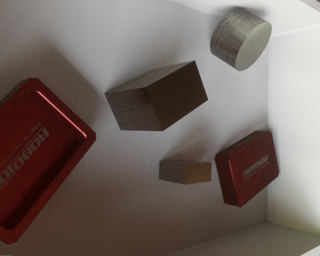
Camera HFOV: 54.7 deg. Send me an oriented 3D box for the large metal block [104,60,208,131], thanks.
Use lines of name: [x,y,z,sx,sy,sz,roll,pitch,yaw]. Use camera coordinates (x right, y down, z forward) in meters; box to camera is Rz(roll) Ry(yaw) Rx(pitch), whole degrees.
large metal block: [-0.004,-0.037,0.369,0.081,0.080,0.050,-34,112,-35]

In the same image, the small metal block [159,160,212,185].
small metal block: [0.034,0.059,0.421,0.050,0.050,0.025,2,89,-40]

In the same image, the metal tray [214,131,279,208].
metal tray: [0.154,0.067,0.536,0.131,0.030,0.089,-24,105,-38]

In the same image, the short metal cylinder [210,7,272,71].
short metal cylinder: [0.123,-0.134,0.470,0.080,0.050,0.080,-35,149,-24]

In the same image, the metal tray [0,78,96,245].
metal tray: [-0.133,0.028,0.292,0.090,0.030,0.130,49,61,-29]
